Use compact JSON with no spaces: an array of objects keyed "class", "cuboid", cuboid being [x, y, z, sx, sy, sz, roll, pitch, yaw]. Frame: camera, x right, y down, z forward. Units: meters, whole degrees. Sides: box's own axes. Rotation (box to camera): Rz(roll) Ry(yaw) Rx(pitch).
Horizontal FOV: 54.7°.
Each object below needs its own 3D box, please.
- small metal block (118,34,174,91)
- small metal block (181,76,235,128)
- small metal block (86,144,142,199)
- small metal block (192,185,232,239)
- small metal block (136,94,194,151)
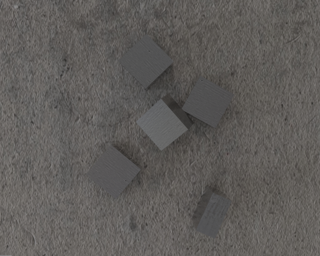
[{"class":"small metal block","cuboid":[-0.018,-0.086,0.410,0.050,0.025,0.050,-44,90,0]},{"class":"small metal block","cuboid":[0.062,-0.034,0.410,0.050,0.025,0.050,29,90,0]},{"class":"small metal block","cuboid":[-0.060,0.056,0.409,0.050,0.025,0.050,40,90,0]},{"class":"small metal block","cuboid":[0.065,0.106,0.398,0.025,0.050,0.050,24,90,0]},{"class":"small metal block","cuboid":[0.006,-0.007,0.399,0.050,0.025,0.050,49,121,0]}]
